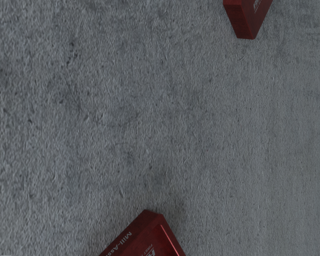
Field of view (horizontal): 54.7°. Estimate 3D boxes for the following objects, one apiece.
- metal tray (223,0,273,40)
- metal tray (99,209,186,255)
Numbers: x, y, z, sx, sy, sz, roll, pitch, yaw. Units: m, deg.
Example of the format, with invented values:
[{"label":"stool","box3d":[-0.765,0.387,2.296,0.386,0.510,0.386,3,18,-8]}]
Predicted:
[{"label":"metal tray","box3d":[0.153,-0.222,0.501,0.090,0.030,0.130,42,71,-52]},{"label":"metal tray","box3d":[-0.031,0.176,0.375,0.131,0.030,0.090,-40,115,-33]}]
